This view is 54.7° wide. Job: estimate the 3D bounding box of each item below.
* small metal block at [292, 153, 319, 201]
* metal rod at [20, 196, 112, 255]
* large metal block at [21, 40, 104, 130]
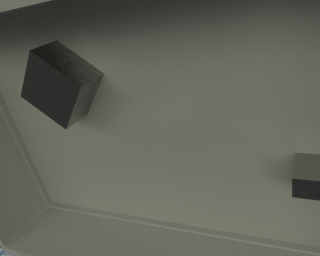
[{"bbox_3d":[0.172,0.052,0.334,0.050,0.050,0.025,2,119,27],"label":"small metal block"},{"bbox_3d":[-0.160,0.236,0.638,0.301,0.025,0.025,33,129,5],"label":"metal rod"},{"bbox_3d":[-0.135,-0.059,0.425,0.080,0.050,0.079,36,129,4],"label":"large metal block"}]
